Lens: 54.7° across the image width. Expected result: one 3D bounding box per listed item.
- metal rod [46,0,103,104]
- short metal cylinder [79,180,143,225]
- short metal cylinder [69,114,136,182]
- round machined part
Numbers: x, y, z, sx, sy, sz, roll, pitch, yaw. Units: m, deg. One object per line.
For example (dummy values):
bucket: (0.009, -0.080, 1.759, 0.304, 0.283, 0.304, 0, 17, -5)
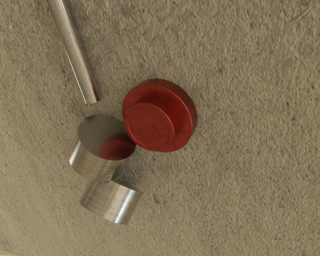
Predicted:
metal rod: (-0.129, -0.169, 0.367, 0.025, 0.025, 0.298, -2, 118, 28)
short metal cylinder: (-0.073, 0.103, 0.464, 0.080, 0.080, 0.050, 25, 82, 4)
short metal cylinder: (-0.080, 0.027, 0.429, 0.080, 0.080, 0.050, 36, 129, 4)
round machined part: (-0.006, -0.009, 0.392, 0.098, 0.042, 0.097, 13, 124, 20)
